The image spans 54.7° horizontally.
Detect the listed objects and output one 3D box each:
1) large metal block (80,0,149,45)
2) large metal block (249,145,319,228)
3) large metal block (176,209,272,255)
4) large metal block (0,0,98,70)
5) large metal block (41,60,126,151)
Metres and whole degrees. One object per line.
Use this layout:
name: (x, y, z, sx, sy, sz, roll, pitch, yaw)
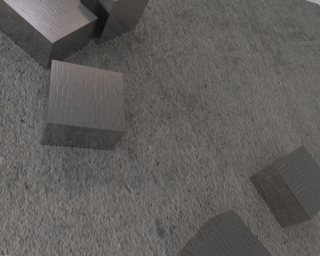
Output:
large metal block: (-0.065, -0.175, 0.440, 0.050, 0.080, 0.080, 48, 51, 5)
large metal block: (0.189, 0.081, 0.440, 0.081, 0.050, 0.080, -21, 73, -36)
large metal block: (0.070, 0.149, 0.334, 0.081, 0.050, 0.080, -34, 81, -38)
large metal block: (-0.141, -0.134, 0.393, 0.080, 0.050, 0.080, 42, 51, 0)
large metal block: (-0.088, -0.024, 0.355, 0.081, 0.050, 0.080, 7, 59, -25)
